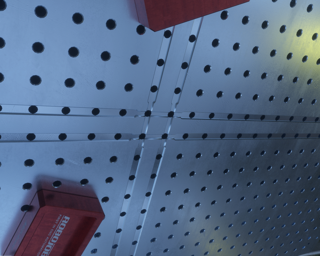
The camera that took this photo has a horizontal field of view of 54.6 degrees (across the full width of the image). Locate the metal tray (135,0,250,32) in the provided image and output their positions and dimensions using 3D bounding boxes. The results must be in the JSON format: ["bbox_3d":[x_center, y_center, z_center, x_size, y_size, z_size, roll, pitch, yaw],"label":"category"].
[{"bbox_3d":[0.035,-0.165,0.324,0.131,0.030,0.090,-23,127,-15],"label":"metal tray"}]

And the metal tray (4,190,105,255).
[{"bbox_3d":[-0.145,0.150,0.420,0.090,0.030,0.129,21,107,-36],"label":"metal tray"}]
